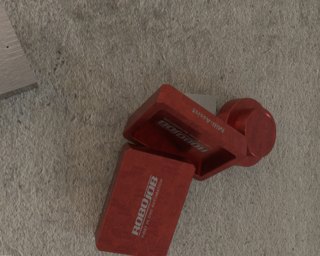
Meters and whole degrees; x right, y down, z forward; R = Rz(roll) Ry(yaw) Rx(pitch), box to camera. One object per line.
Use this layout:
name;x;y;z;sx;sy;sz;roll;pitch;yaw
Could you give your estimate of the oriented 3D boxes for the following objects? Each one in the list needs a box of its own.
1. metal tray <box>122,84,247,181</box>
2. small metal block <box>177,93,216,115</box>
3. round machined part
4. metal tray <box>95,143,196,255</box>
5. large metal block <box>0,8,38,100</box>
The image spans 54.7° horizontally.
metal tray;0.031;0.012;0.385;0.130;0.090;0.030;32;48;-18
small metal block;0.049;-0.021;0.428;0.050;0.025;0.050;2;90;-20
round machined part;0.126;0.006;0.435;0.099;0.042;0.097;-1;91;-36
metal tray;-0.019;0.092;0.386;0.091;0.030;0.129;16;95;-18
large metal block;-0.186;-0.069;0.327;0.081;0.050;0.080;-24;98;-19
